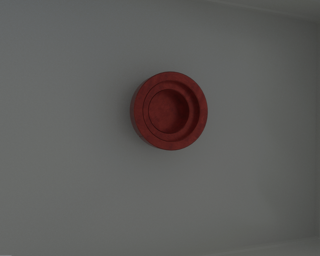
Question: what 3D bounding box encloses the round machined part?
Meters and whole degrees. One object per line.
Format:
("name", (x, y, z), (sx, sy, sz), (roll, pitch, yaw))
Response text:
("round machined part", (0.008, -0.021, 0.401), (0.099, 0.042, 0.097), (0, 90, -20))
